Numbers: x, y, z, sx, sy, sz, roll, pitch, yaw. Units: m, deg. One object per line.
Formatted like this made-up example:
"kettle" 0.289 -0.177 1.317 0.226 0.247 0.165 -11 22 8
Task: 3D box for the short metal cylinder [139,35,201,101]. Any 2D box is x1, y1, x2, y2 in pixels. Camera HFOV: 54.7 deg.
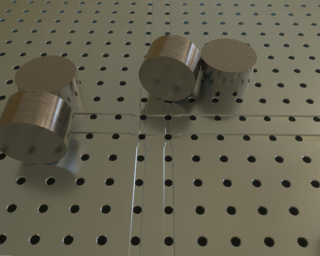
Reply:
"short metal cylinder" 0.015 -0.085 0.443 0.080 0.080 0.050 11 51 8

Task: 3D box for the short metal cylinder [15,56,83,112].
"short metal cylinder" -0.155 -0.058 0.438 0.081 0.050 0.080 0 50 0

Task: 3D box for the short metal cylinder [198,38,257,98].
"short metal cylinder" 0.100 -0.091 0.469 0.081 0.050 0.080 0 50 0

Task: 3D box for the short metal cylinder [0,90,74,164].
"short metal cylinder" -0.148 0.001 0.370 0.081 0.080 0.050 0 50 0
